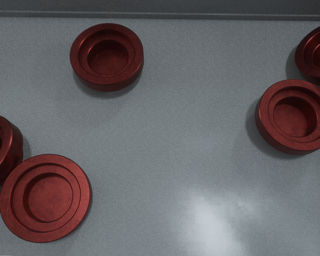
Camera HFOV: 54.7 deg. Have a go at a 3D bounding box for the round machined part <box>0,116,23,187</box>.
[{"bbox_3d":[-0.209,0.036,0.375,0.098,0.042,0.098,-9,57,14],"label":"round machined part"}]

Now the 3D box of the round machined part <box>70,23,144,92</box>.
[{"bbox_3d":[-0.071,-0.094,0.434,0.099,0.042,0.098,0,70,0],"label":"round machined part"}]

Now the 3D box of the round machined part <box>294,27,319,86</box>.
[{"bbox_3d":[0.240,-0.096,0.420,0.098,0.042,0.098,-23,48,28],"label":"round machined part"}]

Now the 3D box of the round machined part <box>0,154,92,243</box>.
[{"bbox_3d":[-0.130,0.082,0.365,0.099,0.042,0.098,2,74,-6],"label":"round machined part"}]

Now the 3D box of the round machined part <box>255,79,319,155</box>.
[{"bbox_3d":[0.173,-0.011,0.406,0.099,0.042,0.098,0,70,0],"label":"round machined part"}]
